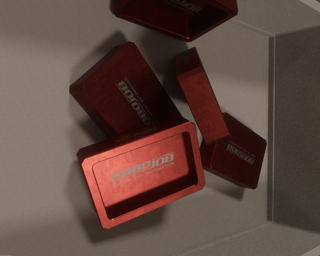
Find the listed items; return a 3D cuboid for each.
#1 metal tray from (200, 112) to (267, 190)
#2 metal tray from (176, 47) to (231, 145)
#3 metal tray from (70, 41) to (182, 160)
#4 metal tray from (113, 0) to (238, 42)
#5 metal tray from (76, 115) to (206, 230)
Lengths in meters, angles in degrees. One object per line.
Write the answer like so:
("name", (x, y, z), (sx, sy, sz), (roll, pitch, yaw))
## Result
("metal tray", (0.122, 0.040, 0.508), (0.131, 0.030, 0.090), (28, 72, -37))
("metal tray", (0.052, -0.047, 0.397), (0.130, 0.030, 0.090), (-84, 150, -66))
("metal tray", (-0.033, -0.026, 0.377), (0.090, 0.030, 0.130), (-51, 120, -28))
("metal tray", (0.021, -0.152, 0.380), (0.131, 0.090, 0.030), (6, 73, -40))
("metal tray", (-0.017, 0.048, 0.353), (0.131, 0.030, 0.089), (-19, 112, -17))
